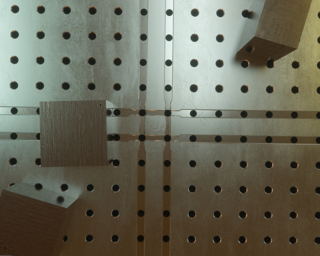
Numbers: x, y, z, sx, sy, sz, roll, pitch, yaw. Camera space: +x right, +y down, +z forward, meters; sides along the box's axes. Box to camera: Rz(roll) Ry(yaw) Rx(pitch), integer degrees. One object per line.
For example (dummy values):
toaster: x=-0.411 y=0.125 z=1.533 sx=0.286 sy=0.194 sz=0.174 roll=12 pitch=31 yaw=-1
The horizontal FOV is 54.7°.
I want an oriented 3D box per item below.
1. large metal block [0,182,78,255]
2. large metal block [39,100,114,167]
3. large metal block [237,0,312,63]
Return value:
large metal block: x=-0.163 y=0.123 z=0.399 sx=0.080 sy=0.050 sz=0.080 roll=17 pitch=90 yaw=-1
large metal block: x=-0.105 y=0.007 z=0.400 sx=0.081 sy=0.050 sz=0.079 roll=-1 pitch=90 yaw=-1
large metal block: x=0.142 y=-0.134 z=0.388 sx=0.050 sy=0.080 sz=0.080 roll=17 pitch=90 yaw=0
